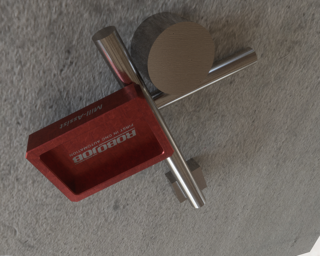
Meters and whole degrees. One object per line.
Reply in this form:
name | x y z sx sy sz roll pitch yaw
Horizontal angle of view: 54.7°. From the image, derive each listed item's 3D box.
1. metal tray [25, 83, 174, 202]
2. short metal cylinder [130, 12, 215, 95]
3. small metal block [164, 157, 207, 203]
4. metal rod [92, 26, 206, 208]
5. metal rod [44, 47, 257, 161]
metal tray | -0.061 0.019 0.335 0.130 0.030 0.090 -26 129 3
short metal cylinder | 0.013 -0.084 0.348 0.081 0.050 0.079 -14 125 -21
small metal block | 0.041 0.082 0.483 0.050 0.025 0.050 -30 129 -10
metal rod | 0.003 0.012 0.387 0.025 0.025 0.299 -34 129 -6
metal rod | -0.009 -0.032 0.385 0.302 0.025 0.025 -26 128 -12
